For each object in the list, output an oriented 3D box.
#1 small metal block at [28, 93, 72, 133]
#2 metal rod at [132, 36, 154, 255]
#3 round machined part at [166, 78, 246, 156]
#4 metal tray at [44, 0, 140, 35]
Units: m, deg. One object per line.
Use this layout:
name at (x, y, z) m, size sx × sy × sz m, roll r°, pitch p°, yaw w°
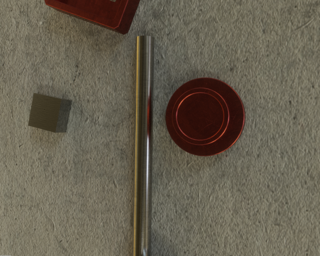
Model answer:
small metal block at (-0.165, -0.023, 0.466) m, size 0.050 × 0.025 × 0.050 m, roll 13°, pitch 94°, yaw 19°
metal rod at (-0.022, 0.029, 0.415) m, size 0.025 × 0.025 × 0.298 m, roll 1°, pitch 90°, yaw 19°
round machined part at (0.053, -0.014, 0.381) m, size 0.098 × 0.042 × 0.097 m, roll 0°, pitch 90°, yaw 19°
metal tray at (-0.091, -0.196, 0.437) m, size 0.130 × 0.030 × 0.089 m, roll 24°, pitch 98°, yaw 18°
